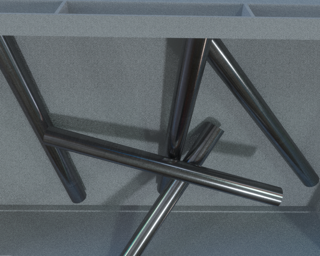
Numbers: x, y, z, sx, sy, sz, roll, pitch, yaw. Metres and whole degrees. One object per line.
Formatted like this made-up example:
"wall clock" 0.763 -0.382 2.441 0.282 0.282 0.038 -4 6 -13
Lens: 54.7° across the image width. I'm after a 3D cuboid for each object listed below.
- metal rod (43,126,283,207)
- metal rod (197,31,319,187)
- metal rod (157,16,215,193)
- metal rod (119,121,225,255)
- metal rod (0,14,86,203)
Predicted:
"metal rod" 0.004 0.048 0.391 0.302 0.025 0.025 15 129 0
"metal rod" 0.139 -0.008 0.402 0.025 0.025 0.300 -32 124 24
"metal rod" 0.021 0.005 0.375 0.025 0.025 0.298 4 142 -3
"metal rod" -0.006 0.123 0.426 0.025 0.025 0.299 30 96 -23
"metal rod" -0.153 0.000 0.407 0.025 0.025 0.298 -6 130 5
